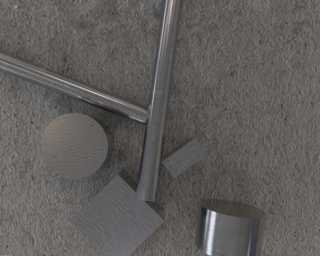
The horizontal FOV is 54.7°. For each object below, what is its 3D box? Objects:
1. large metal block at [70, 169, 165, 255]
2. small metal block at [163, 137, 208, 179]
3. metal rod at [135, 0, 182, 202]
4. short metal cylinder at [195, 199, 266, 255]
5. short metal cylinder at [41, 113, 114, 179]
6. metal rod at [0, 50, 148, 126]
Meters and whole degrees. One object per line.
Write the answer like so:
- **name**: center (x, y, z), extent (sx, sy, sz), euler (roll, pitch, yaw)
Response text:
- **large metal block**: center (-0.051, 0.112, 0.397), extent (0.080, 0.050, 0.080), euler (-45, 90, 0)
- **small metal block**: center (0.030, 0.036, 0.398), extent (0.050, 0.050, 0.025), euler (-36, 90, 0)
- **metal rod**: center (0.003, -0.062, 0.386), extent (0.025, 0.025, 0.299), euler (8, 81, 0)
- **short metal cylinder**: center (0.086, 0.124, 0.383), extent (0.080, 0.080, 0.050), euler (7, 90, 0)
- **short metal cylinder**: center (-0.103, 0.022, 0.397), extent (0.081, 0.050, 0.080), euler (0, 90, 0)
- **metal rod**: center (-0.153, -0.067, 0.408), extent (0.301, 0.025, 0.025), euler (21, 90, 0)
